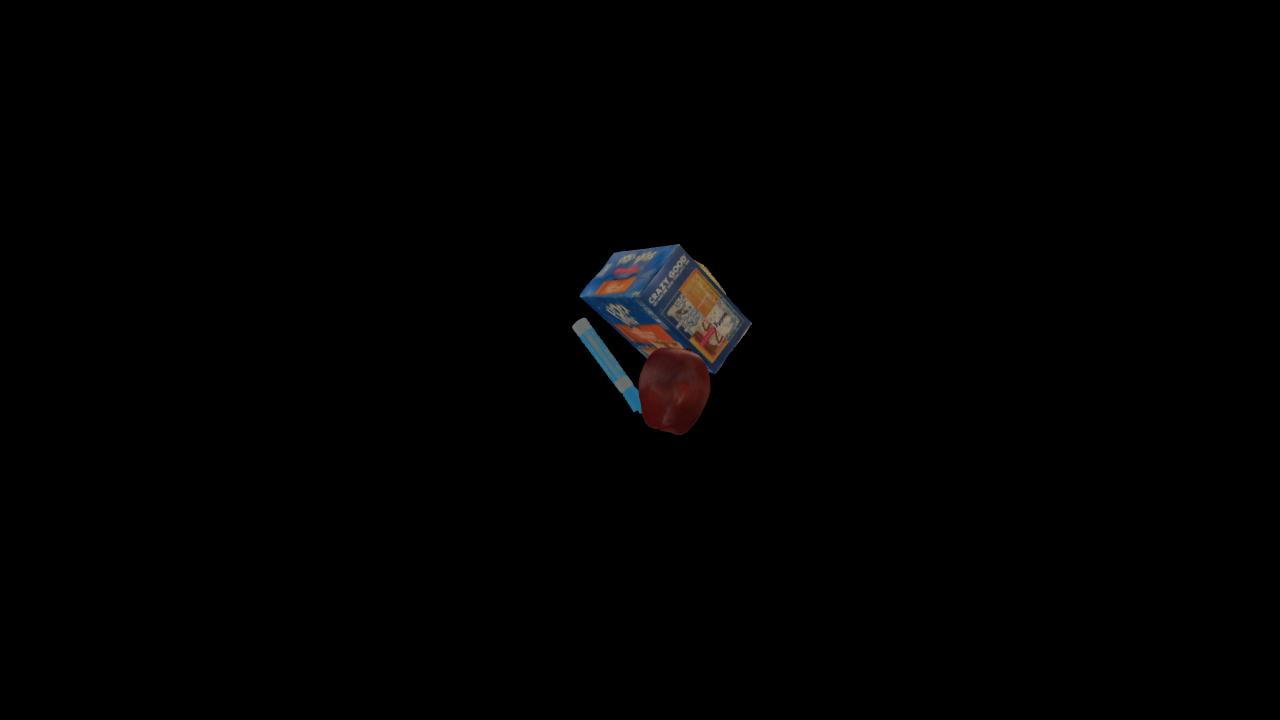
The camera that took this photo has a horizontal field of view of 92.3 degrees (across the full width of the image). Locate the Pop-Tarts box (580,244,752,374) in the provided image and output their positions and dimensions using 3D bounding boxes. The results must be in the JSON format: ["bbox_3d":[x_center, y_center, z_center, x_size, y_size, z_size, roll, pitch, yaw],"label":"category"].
[{"bbox_3d":[0.027,-0.063,0.770,0.141,0.083,0.167,43,-15,-25],"label":"Pop-Tarts box"}]

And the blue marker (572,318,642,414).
[{"bbox_3d":[-0.031,0.007,0.658,0.020,0.121,0.020,-35,-12,-9],"label":"blue marker"}]

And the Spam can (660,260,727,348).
[{"bbox_3d":[0.056,-0.069,0.761,0.058,0.085,0.101,11,31,-27],"label":"Spam can"}]

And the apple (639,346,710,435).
[{"bbox_3d":[0.036,0.030,0.645,0.079,0.093,0.079,16,-5,1],"label":"apple"}]
